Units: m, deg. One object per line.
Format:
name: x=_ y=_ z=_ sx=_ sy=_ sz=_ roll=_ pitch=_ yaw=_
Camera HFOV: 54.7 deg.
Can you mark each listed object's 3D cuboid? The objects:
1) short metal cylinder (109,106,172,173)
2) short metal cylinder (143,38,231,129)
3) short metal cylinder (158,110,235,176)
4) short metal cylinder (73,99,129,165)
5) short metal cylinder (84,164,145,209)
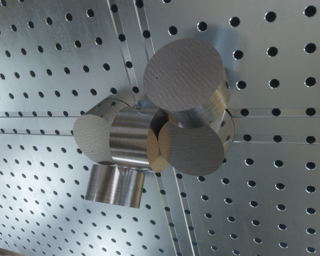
short metal cylinder: x=-0.020 y=0.014 z=0.393 sx=0.050 sy=0.080 sz=0.079 roll=5 pitch=121 yaw=25
short metal cylinder: x=0.029 y=-0.045 z=0.323 sx=0.080 sy=0.080 sz=0.050 roll=8 pitch=164 yaw=23
short metal cylinder: x=0.045 y=0.011 z=0.376 sx=0.080 sy=0.050 sz=0.079 roll=13 pitch=124 yaw=20
short metal cylinder: x=-0.073 y=0.006 z=0.434 sx=0.080 sy=0.050 sz=0.079 roll=13 pitch=124 yaw=20
short metal cylinder: x=-0.065 y=0.086 z=0.454 sx=0.080 sy=0.050 sz=0.080 roll=9 pitch=165 yaw=3
